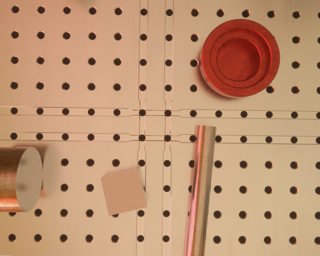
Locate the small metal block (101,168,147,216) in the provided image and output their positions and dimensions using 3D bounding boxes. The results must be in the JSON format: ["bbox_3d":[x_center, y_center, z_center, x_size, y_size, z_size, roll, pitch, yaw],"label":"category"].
[{"bbox_3d":[-0.047,0.084,0.413,0.050,0.025,0.050,-13,90,-1],"label":"small metal block"}]

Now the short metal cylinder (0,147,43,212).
[{"bbox_3d":[-0.186,0.063,0.384,0.050,0.080,0.079,1,90,0],"label":"short metal cylinder"}]

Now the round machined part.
[{"bbox_3d":[0.101,-0.087,0.406,0.099,0.042,0.097,0,90,-1],"label":"round machined part"}]

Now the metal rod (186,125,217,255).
[{"bbox_3d":[0.049,0.146,0.414,0.025,0.025,0.298,5,90,-1],"label":"metal rod"}]
